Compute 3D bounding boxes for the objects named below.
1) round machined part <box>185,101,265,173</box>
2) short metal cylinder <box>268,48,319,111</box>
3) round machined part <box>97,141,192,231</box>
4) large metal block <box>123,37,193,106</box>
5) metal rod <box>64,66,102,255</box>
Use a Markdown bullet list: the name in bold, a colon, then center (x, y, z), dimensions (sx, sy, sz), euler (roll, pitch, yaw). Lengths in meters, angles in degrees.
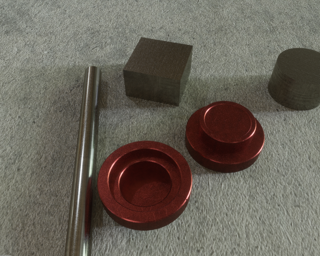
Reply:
- **round machined part**: center (0.082, 0.004, 0.390), dimensions (0.099, 0.042, 0.098), euler (0, 50, 0)
- **short metal cylinder**: center (0.204, -0.071, 0.449), dimensions (0.081, 0.050, 0.080), euler (0, 50, 0)
- **round machined part**: center (-0.016, 0.065, 0.338), dimensions (0.099, 0.042, 0.098), euler (0, 50, 0)
- **large metal block**: center (-0.001, -0.085, 0.458), dimensions (0.080, 0.050, 0.080), euler (12, 51, 10)
- **metal rod**: center (-0.089, 0.030, 0.377), dimensions (0.025, 0.025, 0.300), euler (-4, 50, -3)
